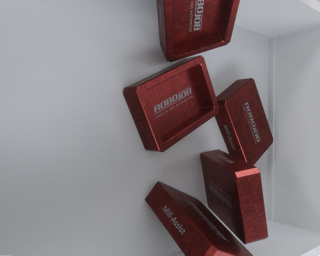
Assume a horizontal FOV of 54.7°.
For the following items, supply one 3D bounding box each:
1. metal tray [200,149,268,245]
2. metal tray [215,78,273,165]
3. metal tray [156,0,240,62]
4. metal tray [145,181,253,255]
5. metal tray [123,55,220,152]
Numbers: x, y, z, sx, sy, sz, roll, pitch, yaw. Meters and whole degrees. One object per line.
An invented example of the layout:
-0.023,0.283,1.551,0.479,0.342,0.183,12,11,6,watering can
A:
0.095,0.085,0.422,0.030,0.130,0.089,-11,98,-10,metal tray
0.143,-0.008,0.526,0.091,0.030,0.129,-38,114,-33,metal tray
0.044,-0.138,0.363,0.091,0.130,0.030,-18,67,-5,metal tray
0.047,0.123,0.379,0.090,0.130,0.030,32,95,-36,metal tray
0.021,-0.036,0.423,0.131,0.030,0.090,-32,110,-35,metal tray
